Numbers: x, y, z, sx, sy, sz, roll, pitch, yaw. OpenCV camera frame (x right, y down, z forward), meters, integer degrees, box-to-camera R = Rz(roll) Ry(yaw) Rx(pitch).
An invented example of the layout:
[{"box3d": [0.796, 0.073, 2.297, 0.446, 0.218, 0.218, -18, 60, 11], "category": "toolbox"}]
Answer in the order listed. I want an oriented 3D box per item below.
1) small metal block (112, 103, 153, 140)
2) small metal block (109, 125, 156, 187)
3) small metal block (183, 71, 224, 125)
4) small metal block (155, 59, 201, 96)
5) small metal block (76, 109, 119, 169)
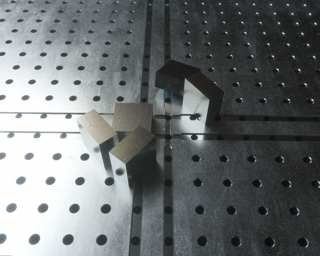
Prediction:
[{"box3d": [-0.036, -0.007, 0.413, 0.050, 0.025, 0.050, 2, 50, 1], "category": "small metal block"}, {"box3d": [-0.030, 0.033, 0.363, 0.025, 0.050, 0.050, 33, 57, 24], "category": "small metal block"}, {"box3d": [0.058, -0.041, 0.427, 0.025, 0.050, 0.050, -28, 56, -21], "category": "small metal block"}, {"box3d": [0.027, -0.075, 0.465, 0.050, 0.025, 0.050, 22, 40, 17], "category": "small metal block"}, {"box3d": [-0.074, 0.014, 0.379, 0.025, 0.050, 0.050, -32, 58, -24], "category": "small metal block"}]
